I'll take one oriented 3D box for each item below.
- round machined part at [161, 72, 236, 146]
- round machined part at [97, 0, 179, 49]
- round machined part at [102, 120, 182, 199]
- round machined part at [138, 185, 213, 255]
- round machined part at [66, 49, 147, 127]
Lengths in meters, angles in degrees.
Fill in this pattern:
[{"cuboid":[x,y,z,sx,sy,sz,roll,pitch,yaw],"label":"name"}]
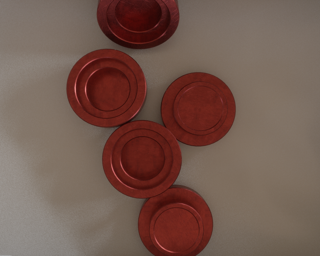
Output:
[{"cuboid":[0.050,-0.025,0.404,0.099,0.042,0.097,0,90,-1],"label":"round machined part"},{"cuboid":[-0.027,-0.148,0.382,0.099,0.098,0.042,-2,59,-1],"label":"round machined part"},{"cuboid":[-0.022,0.038,0.402,0.099,0.042,0.097,0,91,0],"label":"round machined part"},{"cuboid":[0.020,0.126,0.403,0.099,0.042,0.097,0,90,-1],"label":"round machined part"},{"cuboid":[-0.065,-0.049,0.400,0.099,0.042,0.097,0,87,1],"label":"round machined part"}]
